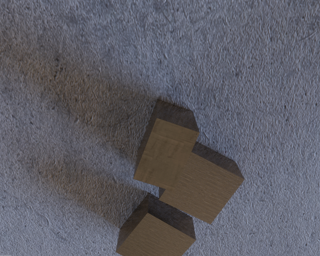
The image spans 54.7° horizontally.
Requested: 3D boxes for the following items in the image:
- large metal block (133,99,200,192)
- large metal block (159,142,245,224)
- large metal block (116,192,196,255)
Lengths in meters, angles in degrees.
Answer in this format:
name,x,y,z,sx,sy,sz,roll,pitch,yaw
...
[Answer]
name,x,y,z,sx,sy,sz,roll,pitch,yaw
large metal block,0.006,0.018,0.387,0.050,0.080,0.079,19,109,-7
large metal block,0.053,0.071,0.423,0.080,0.050,0.080,28,108,-10
large metal block,-0.006,0.156,0.454,0.080,0.050,0.080,33,107,-12
